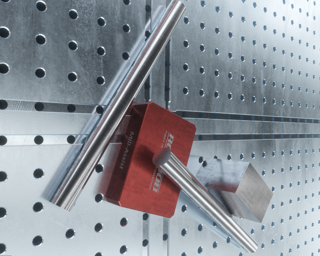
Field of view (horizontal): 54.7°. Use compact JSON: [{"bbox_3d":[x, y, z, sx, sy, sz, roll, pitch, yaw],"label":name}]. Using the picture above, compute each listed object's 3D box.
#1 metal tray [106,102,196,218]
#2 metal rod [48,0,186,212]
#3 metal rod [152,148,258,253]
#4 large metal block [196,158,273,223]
[{"bbox_3d":[-0.007,0.042,0.400,0.090,0.030,0.130,26,74,-37],"label":"metal tray"},{"bbox_3d":[-0.040,-0.043,0.375,0.025,0.025,0.300,42,65,-32],"label":"metal rod"},{"bbox_3d":[0.081,0.120,0.451,0.300,0.025,0.025,48,61,-38],"label":"metal rod"},{"bbox_3d":[0.108,0.091,0.464,0.080,0.080,0.050,48,62,-30],"label":"large metal block"}]
